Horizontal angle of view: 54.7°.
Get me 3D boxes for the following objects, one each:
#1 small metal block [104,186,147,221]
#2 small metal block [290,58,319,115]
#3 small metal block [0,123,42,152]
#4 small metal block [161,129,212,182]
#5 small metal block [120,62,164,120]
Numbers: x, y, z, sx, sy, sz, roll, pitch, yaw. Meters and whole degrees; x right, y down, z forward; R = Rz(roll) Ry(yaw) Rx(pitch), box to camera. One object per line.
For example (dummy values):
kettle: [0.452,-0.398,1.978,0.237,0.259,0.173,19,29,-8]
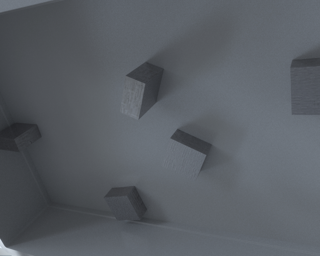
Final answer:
small metal block: [-0.057,0.126,0.515,0.050,0.025,0.050,-12,112,33]
small metal block: [0.156,-0.041,0.301,0.050,0.025,0.050,1,119,27]
small metal block: [-0.241,0.015,0.526,0.050,0.050,0.025,4,120,26]
small metal block: [0.035,0.036,0.412,0.050,0.025,0.050,25,127,12]
small metal block: [-0.022,-0.046,0.374,0.025,0.050,0.050,24,127,13]
